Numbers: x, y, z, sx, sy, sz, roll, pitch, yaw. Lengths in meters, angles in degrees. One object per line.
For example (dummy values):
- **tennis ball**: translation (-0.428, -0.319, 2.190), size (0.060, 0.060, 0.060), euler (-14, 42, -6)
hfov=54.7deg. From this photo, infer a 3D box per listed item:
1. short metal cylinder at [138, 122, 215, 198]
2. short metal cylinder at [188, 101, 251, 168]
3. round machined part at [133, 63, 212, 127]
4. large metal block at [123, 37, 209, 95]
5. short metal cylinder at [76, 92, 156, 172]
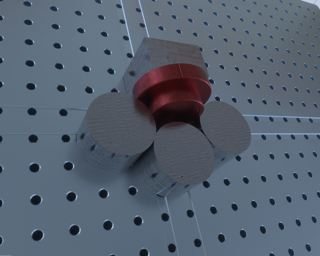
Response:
- **short metal cylinder**: translation (0.019, 0.039, 0.379), size (0.081, 0.050, 0.080), euler (14, 56, -21)
- **short metal cylinder**: translation (0.077, 0.009, 0.428), size (0.081, 0.050, 0.080), euler (14, 56, -21)
- **round machined part**: translation (0.017, -0.034, 0.389), size (0.099, 0.097, 0.042), euler (2, 61, -28)
- **large metal block**: translation (0.005, -0.071, 0.418), size (0.081, 0.080, 0.050), euler (1, 62, -28)
- **short metal cylinder**: translation (-0.051, 0.005, 0.362), size (0.081, 0.050, 0.080), euler (14, 56, -21)
